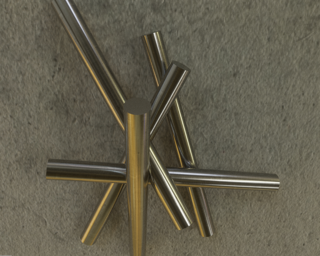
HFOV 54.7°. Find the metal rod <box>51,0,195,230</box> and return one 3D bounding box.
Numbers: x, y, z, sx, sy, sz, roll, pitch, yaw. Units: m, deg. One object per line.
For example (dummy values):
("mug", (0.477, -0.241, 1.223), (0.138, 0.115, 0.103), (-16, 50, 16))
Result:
("metal rod", (-0.042, -0.015, 0.364), (0.025, 0.025, 0.299), (-28, 93, 9))

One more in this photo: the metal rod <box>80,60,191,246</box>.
("metal rod", (-0.042, 0.049, 0.411), (0.025, 0.025, 0.298), (25, 114, -9))

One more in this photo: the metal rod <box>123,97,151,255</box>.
("metal rod", (-0.028, 0.088, 0.381), (0.025, 0.025, 0.298), (2, 133, -1))

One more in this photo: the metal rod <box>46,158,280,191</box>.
("metal rod", (0.014, 0.062, 0.399), (0.302, 0.025, 0.025), (6, 110, -14))

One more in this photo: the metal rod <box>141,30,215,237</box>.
("metal rod", (0.030, 0.022, 0.418), (0.025, 0.025, 0.298), (-15, 110, 5))
